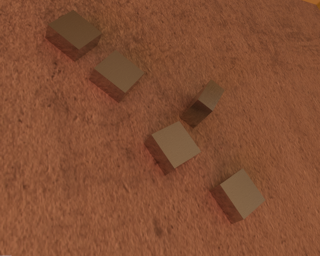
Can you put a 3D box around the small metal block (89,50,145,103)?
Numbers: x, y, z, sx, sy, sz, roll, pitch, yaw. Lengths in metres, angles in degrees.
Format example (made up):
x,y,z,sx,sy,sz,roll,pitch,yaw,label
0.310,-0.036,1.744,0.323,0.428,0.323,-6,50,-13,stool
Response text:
x,y,z,sx,sy,sz,roll,pitch,yaw,label
-0.057,-0.070,0.417,0.050,0.025,0.050,38,51,-3,small metal block

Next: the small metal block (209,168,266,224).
x,y,z,sx,sy,sz,roll,pitch,yaw,label
0.102,0.089,0.407,0.050,0.025,0.050,-25,75,-37,small metal block

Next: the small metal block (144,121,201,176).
x,y,z,sx,sy,sz,roll,pitch,yaw,label
0.016,0.025,0.399,0.050,0.025,0.050,-26,76,-37,small metal block

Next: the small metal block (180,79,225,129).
x,y,z,sx,sy,sz,roll,pitch,yaw,label
0.061,-0.034,0.443,0.025,0.050,0.050,38,51,-3,small metal block

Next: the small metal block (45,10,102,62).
x,y,z,sx,sy,sz,roll,pitch,yaw,label
-0.116,-0.125,0.418,0.050,0.025,0.050,39,51,-2,small metal block
